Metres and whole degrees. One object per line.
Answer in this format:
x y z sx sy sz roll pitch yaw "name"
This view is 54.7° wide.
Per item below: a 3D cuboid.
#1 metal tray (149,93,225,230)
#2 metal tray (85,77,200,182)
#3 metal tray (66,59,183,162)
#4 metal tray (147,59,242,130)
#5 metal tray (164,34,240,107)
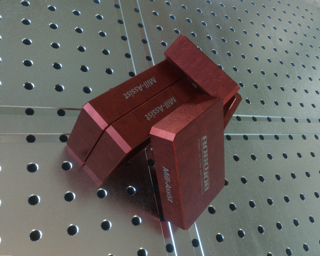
0.037 0.038 0.347 0.030 0.129 0.091 18 40 36 "metal tray"
-0.017 0.000 0.356 0.030 0.090 0.131 49 51 5 "metal tray"
-0.039 -0.021 0.359 0.030 0.090 0.131 49 51 5 "metal tray"
0.053 -0.056 0.468 0.130 0.030 0.090 40 51 -2 "metal tray"
0.052 -0.069 0.407 0.090 0.030 0.130 43 6 1 "metal tray"
